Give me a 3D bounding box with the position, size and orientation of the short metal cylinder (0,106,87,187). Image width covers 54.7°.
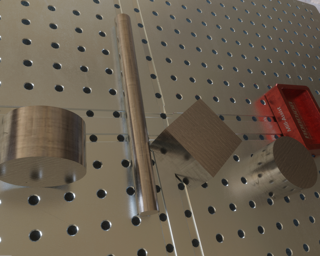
[{"bbox_3d":[-0.113,0.021,0.300,0.081,0.080,0.050,6,59,-26],"label":"short metal cylinder"}]

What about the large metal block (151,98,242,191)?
[{"bbox_3d":[0.047,0.021,0.407,0.080,0.050,0.080,46,51,3],"label":"large metal block"}]

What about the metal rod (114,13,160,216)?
[{"bbox_3d":[-0.036,-0.037,0.412,0.025,0.025,0.299,5,60,-26],"label":"metal rod"}]

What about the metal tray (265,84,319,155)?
[{"bbox_3d":[0.252,-0.016,0.553,0.091,0.030,0.130,-1,62,-29],"label":"metal tray"}]

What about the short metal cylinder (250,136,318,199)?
[{"bbox_3d":[0.181,0.059,0.457,0.081,0.050,0.080,14,56,-21],"label":"short metal cylinder"}]
